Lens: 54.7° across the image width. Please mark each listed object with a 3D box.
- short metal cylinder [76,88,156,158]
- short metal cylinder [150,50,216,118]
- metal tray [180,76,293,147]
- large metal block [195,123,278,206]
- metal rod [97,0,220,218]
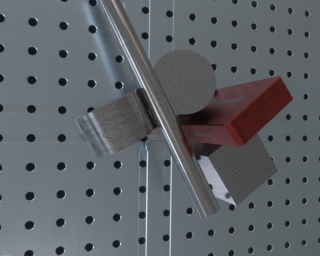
[{"bbox_3d":[-0.050,-0.007,0.365,0.080,0.080,0.050,-30,100,-18],"label":"short metal cylinder"},{"bbox_3d":[0.026,-0.054,0.399,0.081,0.050,0.080,0,86,-6],"label":"short metal cylinder"},{"bbox_3d":[0.087,-0.019,0.389,0.090,0.130,0.030,-39,103,-16],"label":"metal tray"},{"bbox_3d":[0.105,0.048,0.438,0.080,0.050,0.080,-35,102,-17],"label":"large metal block"},{"bbox_3d":[-0.007,-0.039,0.356,0.025,0.025,0.299,-25,88,-18],"label":"metal rod"}]
